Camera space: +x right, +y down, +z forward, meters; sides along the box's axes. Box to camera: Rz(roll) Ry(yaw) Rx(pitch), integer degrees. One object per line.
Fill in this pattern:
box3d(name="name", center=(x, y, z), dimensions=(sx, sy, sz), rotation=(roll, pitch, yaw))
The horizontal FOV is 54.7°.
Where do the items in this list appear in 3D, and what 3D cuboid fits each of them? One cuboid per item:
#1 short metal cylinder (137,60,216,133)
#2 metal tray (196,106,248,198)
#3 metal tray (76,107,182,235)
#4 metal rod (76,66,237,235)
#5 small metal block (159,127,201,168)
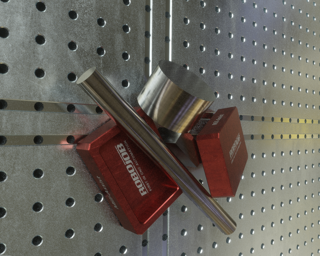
box3d(name="short metal cylinder", center=(0.020, -0.039, 0.378), dimensions=(0.081, 0.080, 0.050), rotation=(10, 125, -40))
box3d(name="metal tray", center=(0.095, 0.030, 0.448), dimensions=(0.131, 0.030, 0.089), rotation=(-40, 117, -59))
box3d(name="metal tray", center=(-0.030, 0.050, 0.376), dimensions=(0.091, 0.030, 0.129), rotation=(-39, 114, -33))
box3d(name="metal rod", center=(0.014, 0.046, 0.377), dimensions=(0.300, 0.025, 0.025), rotation=(49, 61, -29))
box3d(name="small metal block", center=(0.023, 0.025, 0.407), dimensions=(0.050, 0.050, 0.025), rotation=(48, 61, -30))
